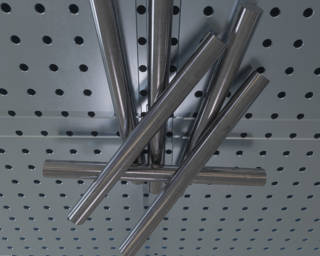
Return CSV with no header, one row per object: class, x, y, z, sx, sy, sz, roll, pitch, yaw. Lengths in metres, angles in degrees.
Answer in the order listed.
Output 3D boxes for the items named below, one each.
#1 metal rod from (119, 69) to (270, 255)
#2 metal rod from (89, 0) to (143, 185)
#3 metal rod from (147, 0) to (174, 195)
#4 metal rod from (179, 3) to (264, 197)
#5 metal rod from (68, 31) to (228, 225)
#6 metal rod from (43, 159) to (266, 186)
metal rod,0.036,0.056,0.401,0.025,0.025,0.299,29,107,-22
metal rod,-0.046,-0.035,0.380,0.025,0.025,0.298,-4,130,3
metal rod,-0.003,-0.018,0.396,0.025,0.025,0.298,1,130,-1
metal rod,0.059,-0.009,0.403,0.025,0.025,0.298,10,130,-8
metal rod,-0.027,0.015,0.376,0.025,0.025,0.299,30,112,-23
metal rod,-0.005,0.062,0.430,0.302,0.025,0.025,3,130,-3
